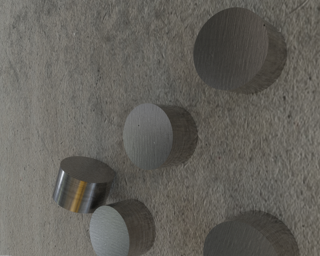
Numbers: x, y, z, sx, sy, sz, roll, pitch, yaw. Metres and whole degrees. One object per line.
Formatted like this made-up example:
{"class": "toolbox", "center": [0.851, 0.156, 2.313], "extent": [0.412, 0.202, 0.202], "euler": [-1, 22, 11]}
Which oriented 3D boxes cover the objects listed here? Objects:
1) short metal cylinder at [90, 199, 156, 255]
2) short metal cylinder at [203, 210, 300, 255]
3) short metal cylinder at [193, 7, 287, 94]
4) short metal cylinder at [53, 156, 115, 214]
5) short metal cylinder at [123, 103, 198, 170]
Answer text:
{"class": "short metal cylinder", "center": [-0.053, 0.144, 0.433], "extent": [0.080, 0.050, 0.080], "euler": [0, 90, 40]}
{"class": "short metal cylinder", "center": [0.092, 0.129, 0.313], "extent": [0.080, 0.050, 0.080], "euler": [0, 90, 40]}
{"class": "short metal cylinder", "center": [0.082, -0.077, 0.321], "extent": [0.080, 0.050, 0.080], "euler": [0, 90, 40]}
{"class": "short metal cylinder", "center": [-0.114, 0.083, 0.463], "extent": [0.080, 0.081, 0.050], "euler": [30, 109, 36]}
{"class": "short metal cylinder", "center": [0.000, 0.010, 0.389], "extent": [0.080, 0.050, 0.080], "euler": [0, 90, 40]}
